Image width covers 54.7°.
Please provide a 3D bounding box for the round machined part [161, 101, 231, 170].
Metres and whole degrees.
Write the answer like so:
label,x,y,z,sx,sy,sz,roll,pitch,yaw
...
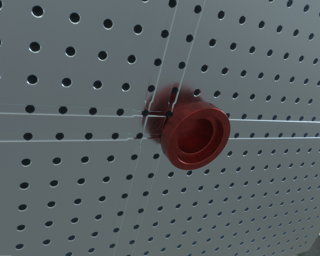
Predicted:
label,x,y,z,sx,sy,sz,roll,pitch,yaw
round machined part,0.045,0.007,0.431,0.099,0.042,0.097,-14,125,-21
